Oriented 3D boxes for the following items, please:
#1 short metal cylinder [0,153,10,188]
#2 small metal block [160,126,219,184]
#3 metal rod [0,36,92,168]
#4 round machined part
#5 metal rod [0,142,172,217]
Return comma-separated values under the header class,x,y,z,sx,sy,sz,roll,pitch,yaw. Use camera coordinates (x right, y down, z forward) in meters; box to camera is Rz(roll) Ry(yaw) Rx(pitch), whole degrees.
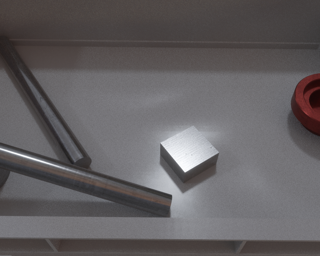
class,x,y,z,sx,sy,sz,roll,pitch,yaw
short metal cylinder,-0.221,0.040,0.353,0.081,0.050,0.080,0,50,0
small metal block,0.035,0.031,0.379,0.050,0.025,0.050,-27,55,-21
metal rod,-0.179,-0.050,0.444,0.025,0.025,0.300,-29,56,-22
round machined part,0.227,-0.026,0.415,0.099,0.042,0.098,-2,52,3
metal rod,-0.134,0.038,0.322,0.302,0.025,0.025,18,51,-5
